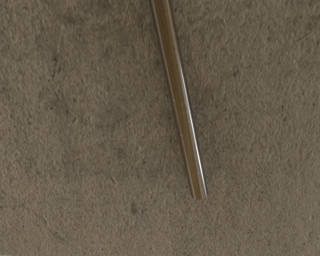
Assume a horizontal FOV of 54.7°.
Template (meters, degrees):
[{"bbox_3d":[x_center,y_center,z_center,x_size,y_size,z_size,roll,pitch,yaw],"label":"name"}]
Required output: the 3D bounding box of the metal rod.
[{"bbox_3d":[0.025,-0.041,0.395,0.025,0.025,0.298,-12,110,4],"label":"metal rod"}]
